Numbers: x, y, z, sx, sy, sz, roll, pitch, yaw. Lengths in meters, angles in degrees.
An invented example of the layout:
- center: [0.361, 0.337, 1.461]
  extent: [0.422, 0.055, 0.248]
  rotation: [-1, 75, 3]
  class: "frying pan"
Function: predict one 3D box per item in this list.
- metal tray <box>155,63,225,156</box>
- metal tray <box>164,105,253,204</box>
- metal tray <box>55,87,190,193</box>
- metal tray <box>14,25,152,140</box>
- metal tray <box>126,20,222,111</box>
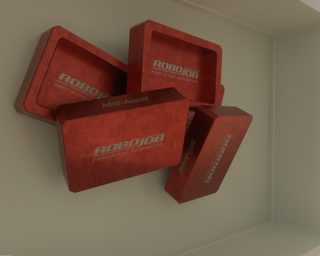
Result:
- center: [0.041, -0.016, 0.437]
  extent: [0.090, 0.030, 0.130]
  rotation: [25, 74, -38]
  class: "metal tray"
- center: [0.066, 0.035, 0.417]
  extent: [0.091, 0.030, 0.129]
  rotation: [-2, 120, -46]
  class: "metal tray"
- center: [-0.037, 0.011, 0.328]
  extent: [0.131, 0.030, 0.089]
  rotation: [-12, 128, -24]
  class: "metal tray"
- center: [-0.075, -0.037, 0.338]
  extent: [0.131, 0.030, 0.090]
  rotation: [25, 74, -38]
  class: "metal tray"
- center: [0.023, -0.069, 0.382]
  extent: [0.131, 0.030, 0.089]
  rotation: [5, 87, -40]
  class: "metal tray"
